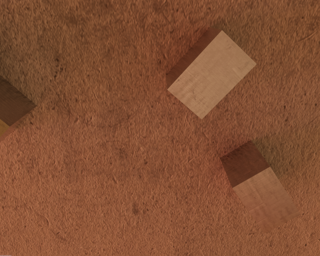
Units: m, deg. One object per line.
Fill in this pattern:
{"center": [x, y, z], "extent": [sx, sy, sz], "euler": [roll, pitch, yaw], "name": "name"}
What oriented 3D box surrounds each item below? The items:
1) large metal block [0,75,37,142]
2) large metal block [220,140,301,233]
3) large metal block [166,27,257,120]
{"center": [-0.209, -0.025, 0.369], "extent": [0.050, 0.080, 0.080], "euler": [-43, 105, 14], "name": "large metal block"}
{"center": [0.129, 0.074, 0.409], "extent": [0.050, 0.080, 0.080], "euler": [-33, 107, 11], "name": "large metal block"}
{"center": [0.053, -0.066, 0.356], "extent": [0.050, 0.080, 0.080], "euler": [40, 105, -13], "name": "large metal block"}
